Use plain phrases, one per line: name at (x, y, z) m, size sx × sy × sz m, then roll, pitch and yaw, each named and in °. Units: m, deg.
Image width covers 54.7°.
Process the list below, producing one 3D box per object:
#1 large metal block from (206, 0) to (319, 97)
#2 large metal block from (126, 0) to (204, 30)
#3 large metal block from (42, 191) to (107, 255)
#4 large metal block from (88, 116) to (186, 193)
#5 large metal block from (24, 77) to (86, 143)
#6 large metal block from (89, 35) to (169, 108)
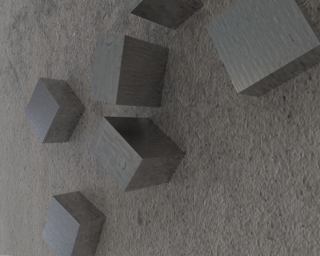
large metal block at (0.104, -0.086, 0.303) m, size 0.080 × 0.050 × 0.080 m, roll -32°, pitch 70°, yaw 35°
large metal block at (-0.003, -0.175, 0.372) m, size 0.050 × 0.081 × 0.080 m, roll -32°, pitch 70°, yaw 35°
large metal block at (-0.142, 0.162, 0.506) m, size 0.080 × 0.050 × 0.079 m, roll 29°, pitch 108°, yaw 36°
large metal block at (-0.029, 0.029, 0.393) m, size 0.080 × 0.081 × 0.050 m, roll 44°, pitch 116°, yaw 31°
large metal block at (-0.185, -0.030, 0.542) m, size 0.080 × 0.050 × 0.080 m, roll 49°, pitch 119°, yaw 29°
large metal block at (-0.038, -0.071, 0.401) m, size 0.050 × 0.081 × 0.079 m, roll 15°, pitch 99°, yaw 39°
